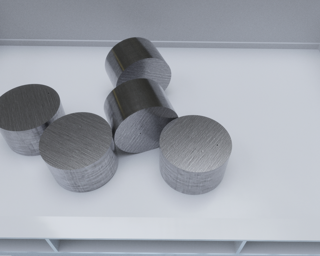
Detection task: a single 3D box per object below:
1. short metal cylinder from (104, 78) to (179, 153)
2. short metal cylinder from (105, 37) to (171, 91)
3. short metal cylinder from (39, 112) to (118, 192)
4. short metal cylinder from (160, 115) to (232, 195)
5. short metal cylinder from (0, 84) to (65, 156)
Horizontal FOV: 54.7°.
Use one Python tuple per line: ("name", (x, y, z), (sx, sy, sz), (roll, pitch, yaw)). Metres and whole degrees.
("short metal cylinder", (-0.023, -0.014, 0.381), (0.081, 0.080, 0.050), (-16, 52, -13))
("short metal cylinder", (-0.031, -0.079, 0.436), (0.081, 0.080, 0.050), (-18, 53, -15))
("short metal cylinder", (-0.092, 0.028, 0.363), (0.081, 0.050, 0.080), (-1, 51, 1))
("short metal cylinder", (0.040, 0.031, 0.363), (0.081, 0.050, 0.080), (0, 50, 0))
("short metal cylinder", (-0.163, -0.011, 0.396), (0.081, 0.050, 0.080), (0, 50, 0))
